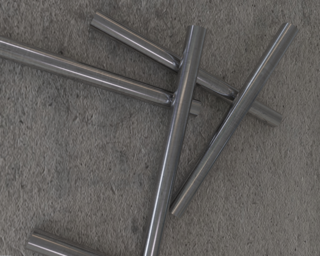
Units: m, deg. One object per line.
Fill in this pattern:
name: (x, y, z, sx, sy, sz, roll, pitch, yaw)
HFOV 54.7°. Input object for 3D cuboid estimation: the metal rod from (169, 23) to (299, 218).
metal rod: (0.099, -0.012, 0.422, 0.025, 0.025, 0.299, 34, 87, -17)

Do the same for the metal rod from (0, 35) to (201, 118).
metal rod: (-0.086, -0.065, 0.376, 0.302, 0.025, 0.025, 16, 85, -20)

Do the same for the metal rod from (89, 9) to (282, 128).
metal rod: (0.048, -0.073, 0.426, 0.302, 0.025, 0.025, 25, 82, -18)

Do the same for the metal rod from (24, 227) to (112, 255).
metal rod: (-0.023, 0.194, 0.400, 0.301, 0.025, 0.025, 29, 81, -18)

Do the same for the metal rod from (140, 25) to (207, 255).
metal rod: (0.016, 0.022, 0.394, 0.025, 0.025, 0.298, 10, 94, -20)
